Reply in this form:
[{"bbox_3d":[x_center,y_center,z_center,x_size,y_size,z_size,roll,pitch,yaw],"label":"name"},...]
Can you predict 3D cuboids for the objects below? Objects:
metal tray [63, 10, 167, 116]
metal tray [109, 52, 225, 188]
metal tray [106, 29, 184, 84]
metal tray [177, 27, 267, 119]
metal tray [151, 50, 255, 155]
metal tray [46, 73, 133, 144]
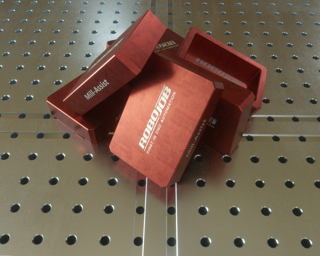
[{"bbox_3d":[-0.056,-0.075,0.372,0.030,0.130,0.090,42,49,-21],"label":"metal tray"},{"bbox_3d":[0.004,-0.010,0.354,0.090,0.129,0.030,31,18,24],"label":"metal tray"},{"bbox_3d":[-0.005,-0.109,0.472,0.131,0.030,0.090,-27,57,-38],"label":"metal tray"},{"bbox_3d":[0.084,-0.079,0.440,0.130,0.030,0.090,28,52,-6],"label":"metal tray"},{"bbox_3d":[0.045,-0.032,0.391,0.130,0.090,0.030,31,57,23],"label":"metal tray"},{"bbox_3d":[-0.080,-0.047,0.443,0.090,0.030,0.131,32,57,23],"label":"metal tray"}]
